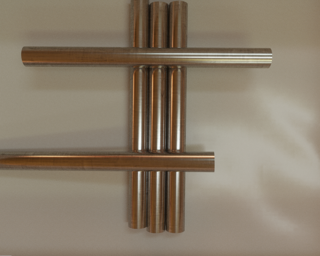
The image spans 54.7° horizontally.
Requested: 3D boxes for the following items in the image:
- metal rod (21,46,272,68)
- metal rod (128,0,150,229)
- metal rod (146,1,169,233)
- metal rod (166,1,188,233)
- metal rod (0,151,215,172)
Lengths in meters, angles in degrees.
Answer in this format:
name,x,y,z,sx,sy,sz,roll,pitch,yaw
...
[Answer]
name,x,y,z,sx,sy,sz,roll,pitch,yaw
metal rod,-0.016,-0.088,0.385,0.302,0.025,0.025,0,90,0
metal rod,-0.028,-0.019,0.410,0.025,0.025,0.298,1,90,0
metal rod,-0.003,-0.014,0.410,0.025,0.025,0.298,1,90,0
metal rod,0.022,-0.014,0.410,0.025,0.025,0.298,1,90,0
metal rod,-0.084,0.042,0.391,0.302,0.025,0.025,0,90,7
